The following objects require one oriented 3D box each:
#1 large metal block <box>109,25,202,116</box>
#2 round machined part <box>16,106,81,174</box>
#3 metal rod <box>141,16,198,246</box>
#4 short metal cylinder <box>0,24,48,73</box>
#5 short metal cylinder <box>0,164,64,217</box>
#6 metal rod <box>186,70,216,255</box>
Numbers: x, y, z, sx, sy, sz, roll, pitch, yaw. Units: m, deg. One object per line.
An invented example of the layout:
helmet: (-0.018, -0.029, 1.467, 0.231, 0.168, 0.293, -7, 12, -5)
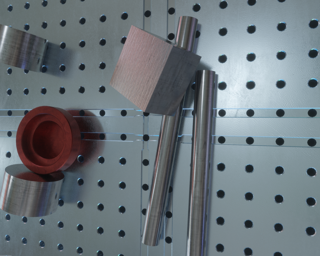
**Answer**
large metal block: (-0.008, -0.070, 0.382, 0.080, 0.050, 0.080, 39, 112, 39)
round machined part: (-0.159, 0.018, 0.458, 0.098, 0.042, 0.097, -1, 87, 19)
metal rod: (0.012, 0.006, 0.408, 0.025, 0.025, 0.298, 11, 94, 19)
short metal cylinder: (-0.213, -0.118, 0.459, 0.080, 0.080, 0.050, 19, 96, 19)
short metal cylinder: (-0.185, 0.088, 0.449, 0.080, 0.080, 0.050, 15, 96, 19)
metal rod: (0.050, 0.078, 0.394, 0.025, 0.025, 0.298, 3, 91, 20)
